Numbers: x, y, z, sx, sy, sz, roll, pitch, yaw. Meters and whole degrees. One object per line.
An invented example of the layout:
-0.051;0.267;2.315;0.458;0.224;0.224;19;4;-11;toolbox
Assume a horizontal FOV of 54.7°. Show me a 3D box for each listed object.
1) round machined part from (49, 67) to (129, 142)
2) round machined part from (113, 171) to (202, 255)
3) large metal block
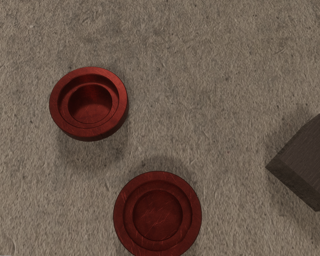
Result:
-0.090;-0.028;0.408;0.099;0.042;0.098;0;70;-1;round machined part
-0.003;0.102;0.362;0.099;0.042;0.098;0;70;-1;round machined part
0.194;0.043;0.381;0.080;0.050;0.080;-43;76;-14;large metal block
